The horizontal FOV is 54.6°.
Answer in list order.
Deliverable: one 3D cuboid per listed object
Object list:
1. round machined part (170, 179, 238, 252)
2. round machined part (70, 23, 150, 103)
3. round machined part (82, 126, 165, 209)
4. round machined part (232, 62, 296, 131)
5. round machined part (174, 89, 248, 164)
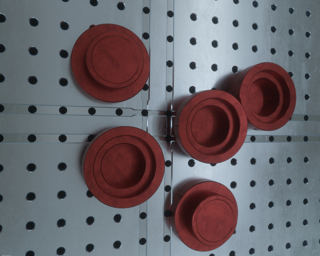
[{"bbox_3d":[0.067,0.122,0.428,0.099,0.042,0.097,0,90,-20],"label":"round machined part"},{"bbox_3d":[-0.059,-0.080,0.382,0.099,0.042,0.097,0,90,-20],"label":"round machined part"},{"bbox_3d":[-0.047,0.046,0.386,0.099,0.042,0.097,0,90,-20],"label":"round machined part"},{"bbox_3d":[0.147,-0.044,0.457,0.099,0.042,0.097,0,90,-21],"label":"round machined part"},{"bbox_3d":[0.065,-0.003,0.424,0.099,0.042,0.097,-1,95,-15],"label":"round machined part"}]
